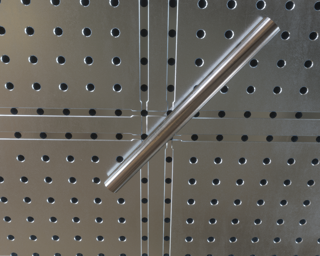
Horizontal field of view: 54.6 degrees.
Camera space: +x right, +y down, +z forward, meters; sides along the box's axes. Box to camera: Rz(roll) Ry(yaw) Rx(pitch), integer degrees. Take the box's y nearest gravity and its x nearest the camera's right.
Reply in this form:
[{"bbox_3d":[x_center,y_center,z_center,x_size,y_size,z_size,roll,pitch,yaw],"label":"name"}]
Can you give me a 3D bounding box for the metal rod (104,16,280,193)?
[{"bbox_3d":[0.032,-0.021,0.405,0.025,0.025,0.299,41,105,-14],"label":"metal rod"}]
